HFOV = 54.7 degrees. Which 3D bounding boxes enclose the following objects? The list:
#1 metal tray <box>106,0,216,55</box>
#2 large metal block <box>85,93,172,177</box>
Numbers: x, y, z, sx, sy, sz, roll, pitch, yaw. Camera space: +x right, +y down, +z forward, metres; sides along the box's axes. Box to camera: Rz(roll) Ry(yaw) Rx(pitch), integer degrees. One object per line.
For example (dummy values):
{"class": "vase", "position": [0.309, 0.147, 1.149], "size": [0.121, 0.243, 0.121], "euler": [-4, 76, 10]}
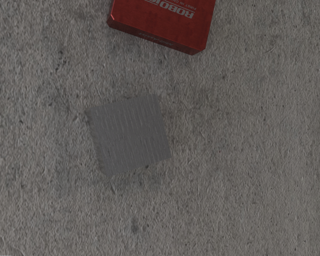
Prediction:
{"class": "metal tray", "position": [0.005, -0.159, 0.408], "size": [0.131, 0.030, 0.090], "euler": [14, 85, -20]}
{"class": "large metal block", "position": [-0.040, 0.007, 0.381], "size": [0.081, 0.050, 0.080], "euler": [-15, 95, -20]}
